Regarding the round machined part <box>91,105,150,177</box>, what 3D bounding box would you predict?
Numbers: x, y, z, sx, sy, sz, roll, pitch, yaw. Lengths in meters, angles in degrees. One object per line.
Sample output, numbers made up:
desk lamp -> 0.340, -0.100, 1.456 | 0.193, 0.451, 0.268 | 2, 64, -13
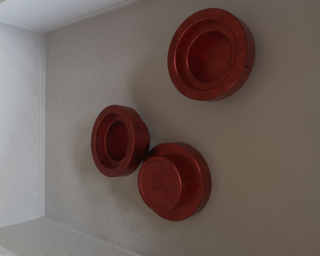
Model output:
round machined part -> -0.051, 0.019, 0.431 | 0.098, 0.042, 0.097 | -6, 82, 45

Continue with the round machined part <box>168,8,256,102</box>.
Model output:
round machined part -> 0.060, -0.078, 0.345 | 0.098, 0.042, 0.097 | 0, 90, 39

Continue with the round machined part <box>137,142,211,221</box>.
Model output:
round machined part -> 0.011, 0.067, 0.385 | 0.098, 0.042, 0.097 | 0, 90, 39
